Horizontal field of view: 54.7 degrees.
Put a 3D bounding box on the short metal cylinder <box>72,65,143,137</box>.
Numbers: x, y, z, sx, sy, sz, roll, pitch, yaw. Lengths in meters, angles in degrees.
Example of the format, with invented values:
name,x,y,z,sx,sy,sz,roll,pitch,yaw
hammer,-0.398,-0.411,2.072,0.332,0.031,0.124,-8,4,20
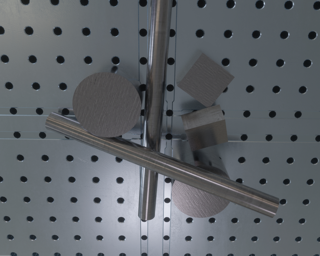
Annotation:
name,x,y,z,sx,sy,sz,roll,pitch,yaw
short metal cylinder,-0.062,-0.034,0.387,0.081,0.050,0.079,0,110,0

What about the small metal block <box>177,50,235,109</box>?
name,x,y,z,sx,sy,sz,roll,pitch,yaw
small metal block,0.056,-0.061,0.391,0.050,0.025,0.050,34,106,-12

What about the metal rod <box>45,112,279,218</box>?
name,x,y,z,sx,sy,sz,roll,pitch,yaw
metal rod,-0.005,0.042,0.386,0.301,0.025,0.025,20,110,9

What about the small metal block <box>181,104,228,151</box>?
name,x,y,z,sx,sy,sz,roll,pitch,yaw
small metal block,0.059,0.001,0.402,0.050,0.025,0.050,-16,142,5

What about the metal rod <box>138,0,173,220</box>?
name,x,y,z,sx,sy,sz,roll,pitch,yaw
metal rod,-0.009,-0.010,0.409,0.025,0.025,0.298,4,110,-2

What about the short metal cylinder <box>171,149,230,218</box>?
name,x,y,z,sx,sy,sz,roll,pitch,yaw
short metal cylinder,0.055,0.076,0.428,0.081,0.050,0.079,0,110,0
